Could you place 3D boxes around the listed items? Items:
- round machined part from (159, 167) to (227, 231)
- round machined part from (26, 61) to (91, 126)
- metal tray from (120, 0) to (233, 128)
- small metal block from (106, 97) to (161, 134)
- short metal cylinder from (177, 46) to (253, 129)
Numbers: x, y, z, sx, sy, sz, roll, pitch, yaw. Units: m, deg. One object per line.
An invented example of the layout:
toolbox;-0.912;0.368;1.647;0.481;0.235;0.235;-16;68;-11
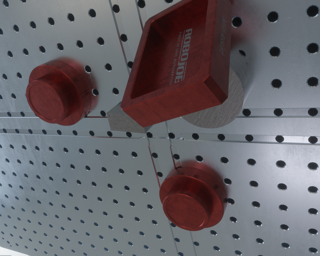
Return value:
round machined part;0.043;0.108;0.445;0.098;0.042;0.097;13;124;21
round machined part;-0.154;-0.045;0.454;0.098;0.042;0.097;13;124;20
metal tray;0.018;-0.070;0.291;0.090;0.130;0.030;-16;138;34
small metal block;-0.032;-0.018;0.401;0.050;0.050;0.025;5;121;25
short metal cylinder;0.056;-0.046;0.337;0.080;0.050;0.079;13;124;21
